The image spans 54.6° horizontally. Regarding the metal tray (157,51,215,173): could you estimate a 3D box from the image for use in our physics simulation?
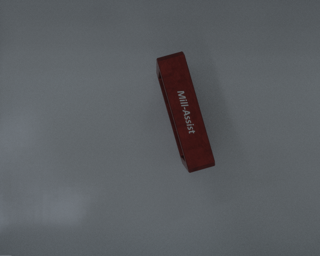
[{"bbox_3d":[0.028,-0.017,0.376,0.030,0.090,0.129,-16,90,-1],"label":"metal tray"}]
